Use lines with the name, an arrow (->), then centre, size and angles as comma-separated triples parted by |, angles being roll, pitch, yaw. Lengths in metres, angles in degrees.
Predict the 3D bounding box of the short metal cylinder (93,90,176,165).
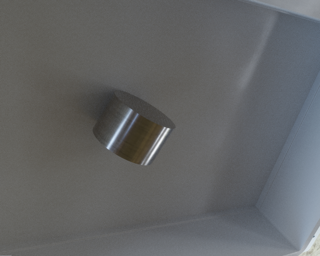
short metal cylinder -> -0.029, -0.001, 0.358 | 0.080, 0.080, 0.050 | 22, 106, -37
